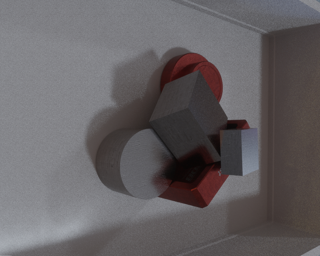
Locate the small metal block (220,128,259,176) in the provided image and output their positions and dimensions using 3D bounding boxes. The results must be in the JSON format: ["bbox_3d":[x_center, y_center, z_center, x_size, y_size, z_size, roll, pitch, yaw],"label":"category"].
[{"bbox_3d":[0.093,0.026,0.361,0.050,0.025,0.050,-4,92,-53],"label":"small metal block"}]

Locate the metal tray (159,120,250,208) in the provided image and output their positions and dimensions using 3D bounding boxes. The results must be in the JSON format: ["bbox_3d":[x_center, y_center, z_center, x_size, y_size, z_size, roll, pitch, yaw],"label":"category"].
[{"bbox_3d":[0.054,0.040,0.409,0.131,0.090,0.030,-46,117,-31],"label":"metal tray"}]

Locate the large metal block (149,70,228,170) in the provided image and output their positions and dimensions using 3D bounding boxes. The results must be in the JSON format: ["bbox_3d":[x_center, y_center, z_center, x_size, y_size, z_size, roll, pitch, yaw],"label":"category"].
[{"bbox_3d":[0.039,-0.010,0.376,0.080,0.050,0.080,54,34,-27],"label":"large metal block"}]

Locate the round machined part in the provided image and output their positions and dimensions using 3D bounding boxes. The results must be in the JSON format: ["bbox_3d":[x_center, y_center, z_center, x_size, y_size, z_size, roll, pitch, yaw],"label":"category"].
[{"bbox_3d":[0.051,-0.058,0.438,0.099,0.042,0.097,0,90,-40],"label":"round machined part"}]

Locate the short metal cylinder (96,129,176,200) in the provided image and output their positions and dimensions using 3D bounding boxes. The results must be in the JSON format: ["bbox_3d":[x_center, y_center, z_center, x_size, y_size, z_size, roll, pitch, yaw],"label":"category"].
[{"bbox_3d":[-0.027,0.040,0.367,0.081,0.050,0.079,0,90,-40],"label":"short metal cylinder"}]
